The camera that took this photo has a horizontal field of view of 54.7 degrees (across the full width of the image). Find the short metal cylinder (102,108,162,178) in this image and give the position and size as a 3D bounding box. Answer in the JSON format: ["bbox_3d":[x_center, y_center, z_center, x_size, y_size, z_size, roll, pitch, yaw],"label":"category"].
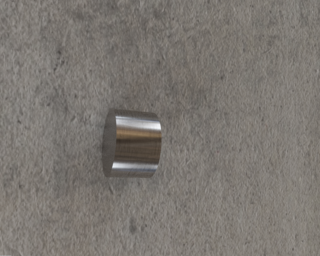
[{"bbox_3d":[-0.036,0.019,0.367,0.050,0.080,0.080,5,89,-20],"label":"short metal cylinder"}]
